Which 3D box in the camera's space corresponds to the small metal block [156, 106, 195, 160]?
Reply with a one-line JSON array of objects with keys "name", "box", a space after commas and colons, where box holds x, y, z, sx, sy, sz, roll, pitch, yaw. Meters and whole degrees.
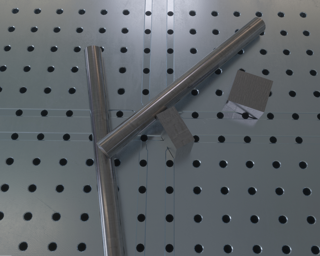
[{"name": "small metal block", "box": [0.018, 0.007, 0.396, 0.025, 0.050, 0.050, -27, 73, -9]}]

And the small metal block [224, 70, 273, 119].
[{"name": "small metal block", "box": [0.122, -0.047, 0.429, 0.050, 0.025, 0.050, 20, 71, 7]}]

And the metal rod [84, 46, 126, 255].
[{"name": "metal rod", "box": [-0.074, 0.026, 0.401, 0.025, 0.025, 0.299, -9, 70, -3]}]

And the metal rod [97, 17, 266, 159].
[{"name": "metal rod", "box": [0.041, -0.065, 0.422, 0.301, 0.025, 0.025, -40, 75, -19]}]
